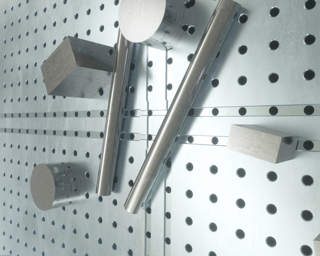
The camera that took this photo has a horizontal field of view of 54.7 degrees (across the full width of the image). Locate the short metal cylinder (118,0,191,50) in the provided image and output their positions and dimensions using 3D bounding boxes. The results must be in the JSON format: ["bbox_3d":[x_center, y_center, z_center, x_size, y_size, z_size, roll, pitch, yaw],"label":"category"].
[{"bbox_3d":[-0.008,-0.145,0.400,0.080,0.050,0.080,0,90,40],"label":"short metal cylinder"}]

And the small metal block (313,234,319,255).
[{"bbox_3d":[0.168,0.123,0.271,0.050,0.025,0.050,-10,84,39],"label":"small metal block"}]

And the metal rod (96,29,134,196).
[{"bbox_3d":[-0.063,-0.045,0.461,0.025,0.025,0.298,16,100,39],"label":"metal rod"}]

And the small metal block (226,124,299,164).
[{"bbox_3d":[0.102,0.014,0.309,0.050,0.050,0.025,17,101,38],"label":"small metal block"}]

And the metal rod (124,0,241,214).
[{"bbox_3d":[0.020,-0.013,0.393,0.025,0.025,0.298,38,113,33],"label":"metal rod"}]

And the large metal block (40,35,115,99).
[{"bbox_3d":[-0.121,-0.088,0.473,0.080,0.081,0.050,-31,71,35],"label":"large metal block"}]

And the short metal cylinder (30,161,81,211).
[{"bbox_3d":[-0.184,0.100,0.546,0.080,0.050,0.080,0,90,40],"label":"short metal cylinder"}]
